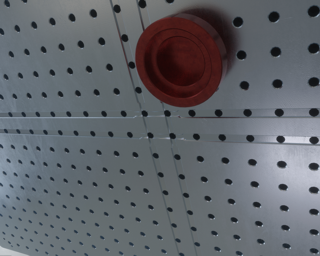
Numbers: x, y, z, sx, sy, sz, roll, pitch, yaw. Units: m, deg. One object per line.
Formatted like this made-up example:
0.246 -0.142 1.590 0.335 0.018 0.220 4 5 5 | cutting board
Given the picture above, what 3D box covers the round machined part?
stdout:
0.026 -0.075 0.340 0.098 0.042 0.097 13 124 21 | round machined part
